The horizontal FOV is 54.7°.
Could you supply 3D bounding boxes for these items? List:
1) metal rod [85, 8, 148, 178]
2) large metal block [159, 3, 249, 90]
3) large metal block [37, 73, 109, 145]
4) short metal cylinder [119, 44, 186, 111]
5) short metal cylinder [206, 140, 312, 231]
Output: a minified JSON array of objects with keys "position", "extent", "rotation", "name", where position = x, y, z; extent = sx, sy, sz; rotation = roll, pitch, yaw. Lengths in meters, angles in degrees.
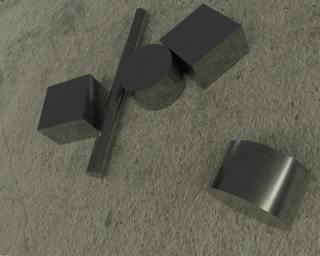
[{"position":[-0.060,-0.069,0.477],"extent":[0.025,0.025,0.300],"rotation":[-3,60,27],"name":"metal rod"},{"position":[0.060,-0.112,0.425],"extent":[0.080,0.050,0.080],"rotation":[-40,51,-1],"name":"large metal block"},{"position":[-0.130,-0.027,0.473],"extent":[0.080,0.050,0.080],"rotation":[-13,56,21],"name":"large metal block"},{"position":[-0.010,-0.071,0.437],"extent":[0.080,0.050,0.080],"rotation":[-13,56,21],"name":"short metal cylinder"},{"position":[0.091,0.053,0.289],"extent":[0.080,0.080,0.050],"rotation":[19,72,35],"name":"short metal cylinder"}]
